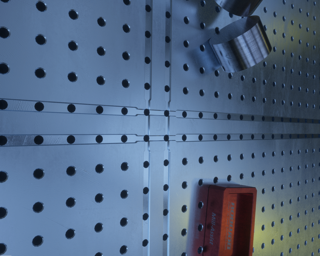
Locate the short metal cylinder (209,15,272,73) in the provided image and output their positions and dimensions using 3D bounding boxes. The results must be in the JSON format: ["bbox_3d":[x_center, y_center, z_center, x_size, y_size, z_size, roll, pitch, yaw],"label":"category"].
[{"bbox_3d":[0.123,-0.129,0.476,0.080,0.080,0.050,-48,119,-29],"label":"short metal cylinder"}]

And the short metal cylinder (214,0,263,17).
[{"bbox_3d":[0.124,-0.218,0.473,0.081,0.050,0.080,12,56,-18],"label":"short metal cylinder"}]

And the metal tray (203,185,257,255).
[{"bbox_3d":[0.115,0.159,0.502,0.091,0.030,0.129,9,84,-40],"label":"metal tray"}]
